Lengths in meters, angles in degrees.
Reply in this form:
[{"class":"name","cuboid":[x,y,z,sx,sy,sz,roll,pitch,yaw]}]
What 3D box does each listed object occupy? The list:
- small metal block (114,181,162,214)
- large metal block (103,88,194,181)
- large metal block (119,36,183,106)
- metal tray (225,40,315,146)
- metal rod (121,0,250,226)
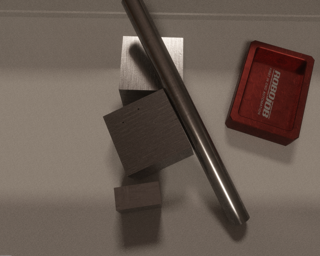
[{"class":"small metal block","cuboid":[-0.025,0.083,0.366,0.050,0.050,0.025,-8,71,-3]},{"class":"large metal block","cuboid":[-0.013,0.010,0.385,0.080,0.050,0.080,-25,72,1]},{"class":"large metal block","cuboid":[-0.010,-0.076,0.424,0.081,0.050,0.080,2,70,0]},{"class":"metal tray","cuboid":[0.152,-0.050,0.427,0.090,0.030,0.130,18,71,6]},{"class":"metal rod","cuboid":[0.030,-0.023,0.374,0.025,0.025,0.299,-26,89,-9]}]
